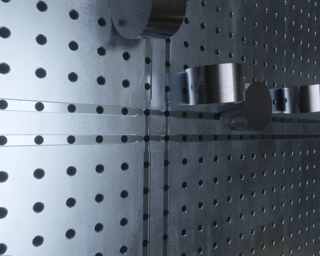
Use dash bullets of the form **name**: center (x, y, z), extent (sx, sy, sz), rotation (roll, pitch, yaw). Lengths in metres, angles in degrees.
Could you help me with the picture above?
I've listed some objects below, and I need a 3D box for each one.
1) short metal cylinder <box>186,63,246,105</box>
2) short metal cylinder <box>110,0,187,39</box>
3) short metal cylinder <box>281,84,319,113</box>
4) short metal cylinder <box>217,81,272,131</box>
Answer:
- **short metal cylinder**: center (0.078, -0.061, 0.438), extent (0.081, 0.080, 0.050), rotation (-9, 96, -40)
- **short metal cylinder**: center (-0.015, -0.145, 0.360), extent (0.050, 0.080, 0.079), rotation (-13, 99, -39)
- **short metal cylinder**: center (0.284, -0.059, 0.610), extent (0.081, 0.080, 0.050), rotation (-12, 98, -39)
- **short metal cylinder**: center (0.141, -0.035, 0.510), extent (0.081, 0.050, 0.079), rotation (0, 90, -40)
